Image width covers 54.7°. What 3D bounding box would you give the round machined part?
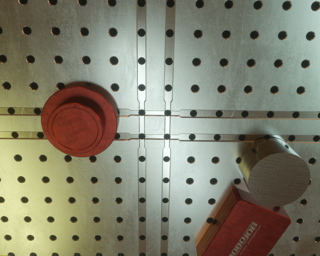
[{"bbox_3d":[-0.105,-0.005,0.401,0.099,0.042,0.097,0,110,-1],"label":"round machined part"}]

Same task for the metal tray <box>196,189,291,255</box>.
[{"bbox_3d":[0.124,0.166,0.474,0.090,0.030,0.129,23,108,-9],"label":"metal tray"}]

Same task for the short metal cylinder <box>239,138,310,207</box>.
[{"bbox_3d":[0.154,0.059,0.424,0.081,0.050,0.079,0,110,-1],"label":"short metal cylinder"}]
